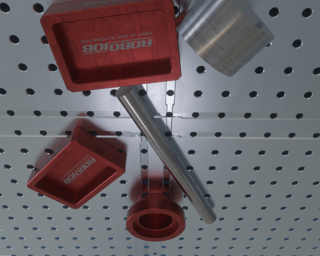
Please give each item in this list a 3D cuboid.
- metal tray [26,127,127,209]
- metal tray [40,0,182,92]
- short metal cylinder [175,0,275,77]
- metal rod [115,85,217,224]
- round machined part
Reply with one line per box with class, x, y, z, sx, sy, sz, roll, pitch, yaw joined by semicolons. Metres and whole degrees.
metal tray;-0.124;0.065;0.462;0.090;0.030;0.130;35;122;-27
metal tray;-0.046;-0.090;0.331;0.131;0.030;0.089;-6;130;5
short metal cylinder;0.061;-0.096;0.295;0.080;0.080;0.050;32;123;-24
metal rod;0.023;0.056;0.459;0.025;0.025;0.299;-20;128;16
round machined part;-0.007;0.149;0.528;0.099;0.042;0.097;0;130;0
